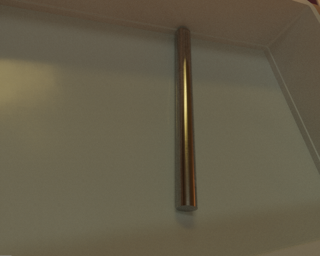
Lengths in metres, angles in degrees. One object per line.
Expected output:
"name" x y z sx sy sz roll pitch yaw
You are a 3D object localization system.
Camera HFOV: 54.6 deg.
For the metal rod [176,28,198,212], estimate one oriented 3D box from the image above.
"metal rod" 0.035 -0.032 0.443 0.025 0.025 0.300 15 56 -20
